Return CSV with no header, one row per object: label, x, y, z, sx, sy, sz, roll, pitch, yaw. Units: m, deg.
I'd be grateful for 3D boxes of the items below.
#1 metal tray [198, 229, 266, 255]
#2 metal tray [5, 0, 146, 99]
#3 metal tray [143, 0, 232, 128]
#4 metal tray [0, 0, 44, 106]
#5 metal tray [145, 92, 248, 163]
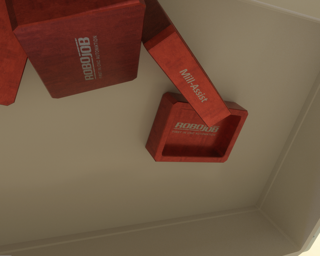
metal tray,0.133,0.268,0.608,0.131,0.090,0.030,-30,118,-10
metal tray,-0.064,-0.071,0.269,0.091,0.030,0.130,-16,167,-11
metal tray,0.024,-0.070,0.334,0.030,0.090,0.130,-33,131,13
metal tray,-0.158,-0.090,0.264,0.091,0.030,0.129,13,112,-34
metal tray,0.053,0.003,0.438,0.131,0.030,0.089,5,116,-31
